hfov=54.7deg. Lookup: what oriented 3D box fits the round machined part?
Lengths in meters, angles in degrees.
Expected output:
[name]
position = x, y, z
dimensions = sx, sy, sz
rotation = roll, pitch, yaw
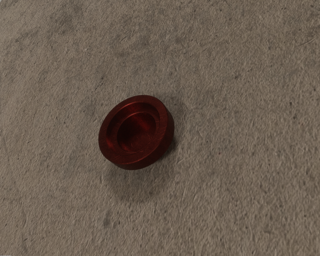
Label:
[round machined part]
position = -0.026, 0.009, 0.400
dimensions = 0.098, 0.042, 0.098
rotation = -13, 56, 20
